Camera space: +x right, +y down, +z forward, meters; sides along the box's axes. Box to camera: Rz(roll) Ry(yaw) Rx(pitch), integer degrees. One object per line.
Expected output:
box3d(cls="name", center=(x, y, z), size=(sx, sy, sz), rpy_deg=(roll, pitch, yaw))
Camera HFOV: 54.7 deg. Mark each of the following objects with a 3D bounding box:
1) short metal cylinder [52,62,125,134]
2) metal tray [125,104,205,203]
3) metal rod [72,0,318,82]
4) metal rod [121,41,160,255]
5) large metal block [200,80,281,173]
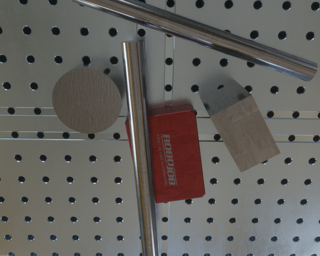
box3d(cls="short metal cylinder", center=(-0.085, -0.039, 0.385), size=(0.081, 0.050, 0.079), rpy_deg=(0, 110, -1))
box3d(cls="metal tray", center=(0.009, 0.038, 0.425), size=(0.091, 0.030, 0.129), rpy_deg=(-9, 110, 2))
box3d(cls="metal rod", center=(0.047, -0.114, 0.372), size=(0.302, 0.025, 0.025), rpy_deg=(17, 109, -7))
box3d(cls="metal rod", center=(-0.022, 0.043, 0.396), size=(0.025, 0.025, 0.298), rpy_deg=(-3, 110, 1))
box3d(cls="large metal block", center=(0.096, -0.005, 0.384), size=(0.050, 0.080, 0.080), rpy_deg=(-29, 108, 10))
